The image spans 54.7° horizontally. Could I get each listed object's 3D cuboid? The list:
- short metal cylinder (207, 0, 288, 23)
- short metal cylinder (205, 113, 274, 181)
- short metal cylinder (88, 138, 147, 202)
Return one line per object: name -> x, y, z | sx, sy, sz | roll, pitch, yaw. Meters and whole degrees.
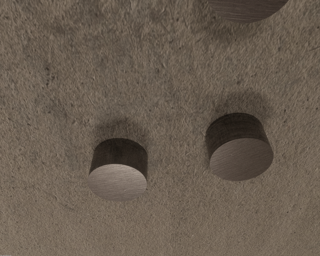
short metal cylinder -> 0.076, -0.141, 0.272 | 0.081, 0.050, 0.079 | 0, 130, 0
short metal cylinder -> 0.104, 0.026, 0.415 | 0.081, 0.050, 0.079 | 0, 130, 0
short metal cylinder -> -0.058, 0.060, 0.441 | 0.081, 0.050, 0.079 | 0, 130, 0
